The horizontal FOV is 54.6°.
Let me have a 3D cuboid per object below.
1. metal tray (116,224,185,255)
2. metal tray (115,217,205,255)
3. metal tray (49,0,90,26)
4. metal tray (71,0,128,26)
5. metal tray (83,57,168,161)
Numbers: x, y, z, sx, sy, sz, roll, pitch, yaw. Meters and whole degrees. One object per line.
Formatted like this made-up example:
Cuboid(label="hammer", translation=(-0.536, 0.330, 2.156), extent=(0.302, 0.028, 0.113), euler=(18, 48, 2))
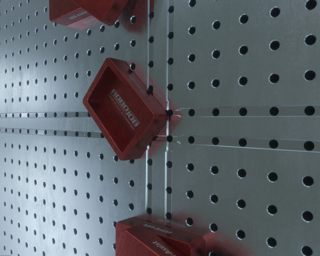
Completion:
Cuboid(label="metal tray", translation=(-0.001, 0.187, 0.368), extent=(0.130, 0.030, 0.089), euler=(23, 104, 37))
Cuboid(label="metal tray", translation=(-0.004, 0.178, 0.411), extent=(0.130, 0.030, 0.090), euler=(1, 91, 40))
Cuboid(label="metal tray", translation=(-0.139, -0.235, 0.522), extent=(0.130, 0.030, 0.090), euler=(-2, 89, 40))
Cuboid(label="metal tray", translation=(-0.102, -0.224, 0.457), extent=(0.130, 0.030, 0.090), euler=(38, 104, 14))
Cuboid(label="metal tray", translation=(-0.056, -0.028, 0.453), extent=(0.130, 0.030, 0.090), euler=(52, 120, 27))
